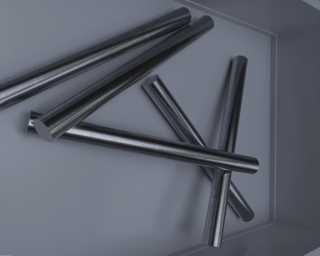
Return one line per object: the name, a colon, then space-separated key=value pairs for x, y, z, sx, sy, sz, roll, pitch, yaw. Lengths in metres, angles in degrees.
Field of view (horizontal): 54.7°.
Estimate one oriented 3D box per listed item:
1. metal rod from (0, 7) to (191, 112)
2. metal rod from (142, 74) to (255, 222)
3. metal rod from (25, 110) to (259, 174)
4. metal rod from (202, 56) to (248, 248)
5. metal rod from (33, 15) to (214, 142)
metal rod: x=-0.068 y=-0.085 z=0.349 sx=0.302 sy=0.025 sz=0.025 roll=-35 pitch=112 yaw=-34
metal rod: x=0.069 y=0.045 z=0.464 sx=0.300 sy=0.025 sz=0.025 roll=52 pitch=59 yaw=-27
metal rod: x=0.002 y=0.024 z=0.371 sx=0.302 sy=0.025 sz=0.025 roll=13 pitch=82 yaw=-28
metal rod: x=0.101 y=0.021 z=0.463 sx=0.025 sy=0.025 sz=0.299 roll=31 pitch=62 yaw=-36
metal rod: x=-0.018 y=-0.077 z=0.371 sx=0.302 sy=0.025 sz=0.025 roll=-42 pitch=116 yaw=-38
